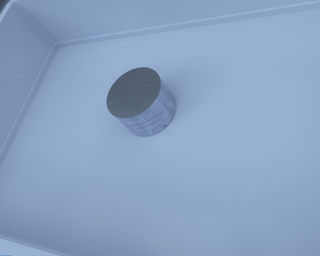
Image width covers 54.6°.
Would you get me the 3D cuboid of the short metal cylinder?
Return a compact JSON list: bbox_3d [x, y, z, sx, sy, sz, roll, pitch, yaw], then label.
[{"bbox_3d":[-0.025,-0.035,0.423,0.080,0.050,0.080,-13,56,21],"label":"short metal cylinder"}]
